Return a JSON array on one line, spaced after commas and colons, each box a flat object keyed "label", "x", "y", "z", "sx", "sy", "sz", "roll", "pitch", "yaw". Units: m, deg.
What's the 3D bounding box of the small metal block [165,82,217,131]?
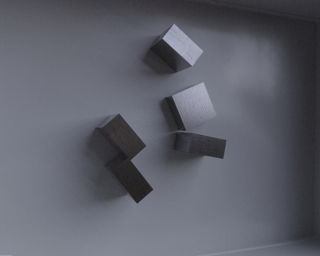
[{"label": "small metal block", "x": 0.042, "y": -0.029, "z": 0.426, "sx": 0.050, "sy": 0.025, "sz": 0.050, "roll": -25, "pitch": 99, "yaw": -18}]

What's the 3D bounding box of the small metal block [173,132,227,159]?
[{"label": "small metal block", "x": 0.053, "y": 0.023, "z": 0.416, "sx": 0.050, "sy": 0.050, "sz": 0.025, "roll": 12, "pitch": 86, "yaw": -20}]

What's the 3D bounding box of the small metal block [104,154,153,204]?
[{"label": "small metal block", "x": -0.040, "y": 0.061, "z": 0.382, "sx": 0.025, "sy": 0.050, "sz": 0.050, "roll": -40, "pitch": 103, "yaw": -15}]

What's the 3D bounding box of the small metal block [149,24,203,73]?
[{"label": "small metal block", "x": 0.020, "y": -0.102, "z": 0.404, "sx": 0.050, "sy": 0.050, "sz": 0.025, "roll": 39, "pitch": 78, "yaw": -16}]

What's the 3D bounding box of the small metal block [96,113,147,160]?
[{"label": "small metal block", "x": -0.049, "y": 0.010, "z": 0.379, "sx": 0.025, "sy": 0.050, "sz": 0.050, "roll": -43, "pitch": 104, "yaw": -15}]
